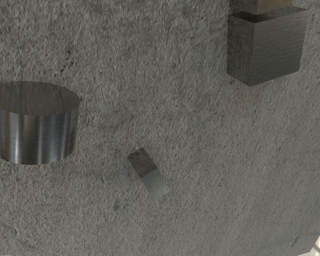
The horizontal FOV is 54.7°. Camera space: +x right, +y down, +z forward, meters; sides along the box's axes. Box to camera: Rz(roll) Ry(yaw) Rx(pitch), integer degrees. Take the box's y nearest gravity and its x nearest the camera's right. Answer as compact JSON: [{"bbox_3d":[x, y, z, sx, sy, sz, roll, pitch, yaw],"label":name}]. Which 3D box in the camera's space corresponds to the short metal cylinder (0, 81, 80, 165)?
[{"bbox_3d":[-0.121,-0.008,0.301,0.081,0.080,0.050,-2,119,-28],"label":"short metal cylinder"}]

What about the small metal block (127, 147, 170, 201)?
[{"bbox_3d":[-0.016,0.062,0.422,0.025,0.050,0.050,-32,129,-8],"label":"small metal block"}]

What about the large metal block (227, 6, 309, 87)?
[{"bbox_3d":[0.136,-0.109,0.400,0.081,0.050,0.079,-19,126,-18],"label":"large metal block"}]

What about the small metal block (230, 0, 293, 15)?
[{"bbox_3d":[0.117,-0.155,0.361,0.050,0.050,0.025,-20,126,-17],"label":"small metal block"}]
